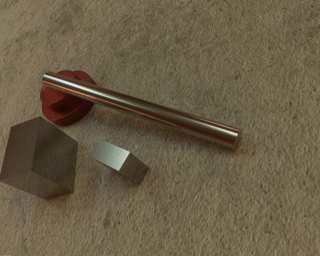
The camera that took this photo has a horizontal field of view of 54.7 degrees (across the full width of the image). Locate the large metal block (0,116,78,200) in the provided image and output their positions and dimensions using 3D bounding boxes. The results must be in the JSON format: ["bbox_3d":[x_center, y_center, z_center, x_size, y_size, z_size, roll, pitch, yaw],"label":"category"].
[{"bbox_3d":[-0.161,0.043,0.424,0.050,0.080,0.080,-18,55,18],"label":"large metal block"}]

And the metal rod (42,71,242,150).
[{"bbox_3d":[-0.041,-0.031,0.412,0.301,0.025,0.025,19,71,25],"label":"metal rod"}]

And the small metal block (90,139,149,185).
[{"bbox_3d":[-0.049,0.043,0.386,0.050,0.050,0.025,20,72,35],"label":"small metal block"}]

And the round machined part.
[{"bbox_3d":[-0.155,-0.055,0.506,0.098,0.042,0.098,-13,56,20],"label":"round machined part"}]
